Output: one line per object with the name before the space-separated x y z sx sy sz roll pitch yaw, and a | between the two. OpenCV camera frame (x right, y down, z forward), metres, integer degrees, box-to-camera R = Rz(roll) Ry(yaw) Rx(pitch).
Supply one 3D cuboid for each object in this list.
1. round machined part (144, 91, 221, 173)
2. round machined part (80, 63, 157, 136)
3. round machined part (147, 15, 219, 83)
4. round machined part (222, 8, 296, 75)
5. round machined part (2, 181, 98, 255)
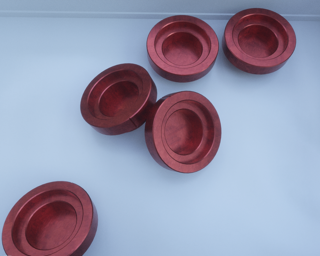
round machined part | 0.024 0.005 0.383 0.099 0.042 0.097 0 89 -29
round machined part | -0.049 -0.032 0.400 0.098 0.042 0.098 -11 56 17
round machined part | 0.031 -0.107 0.440 0.099 0.042 0.098 0 70 0
round machined part | 0.138 -0.119 0.445 0.099 0.042 0.098 0 70 0
round machined part | -0.118 0.112 0.347 0.099 0.042 0.098 -4 49 5
